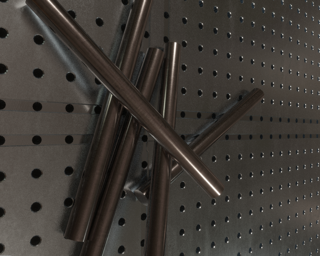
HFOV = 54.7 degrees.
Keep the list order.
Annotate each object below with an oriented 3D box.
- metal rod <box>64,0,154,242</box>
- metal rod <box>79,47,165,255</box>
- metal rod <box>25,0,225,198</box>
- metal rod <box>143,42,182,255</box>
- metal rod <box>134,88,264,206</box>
[{"bbox_3d":[-0.056,-0.023,0.363,0.025,0.025,0.299,23,75,-38],"label":"metal rod"},{"bbox_3d":[-0.047,0.041,0.371,0.025,0.025,0.299,27,73,-37],"label":"metal rod"},{"bbox_3d":[-0.026,-0.026,0.349,0.300,0.025,0.025,47,61,-16],"label":"metal rod"},{"bbox_3d":[0.004,0.032,0.389,0.025,0.025,0.299,17,71,-39],"label":"metal rod"},{"bbox_3d":[0.077,0.013,0.476,0.302,0.025,0.025,-37,113,-34],"label":"metal rod"}]
